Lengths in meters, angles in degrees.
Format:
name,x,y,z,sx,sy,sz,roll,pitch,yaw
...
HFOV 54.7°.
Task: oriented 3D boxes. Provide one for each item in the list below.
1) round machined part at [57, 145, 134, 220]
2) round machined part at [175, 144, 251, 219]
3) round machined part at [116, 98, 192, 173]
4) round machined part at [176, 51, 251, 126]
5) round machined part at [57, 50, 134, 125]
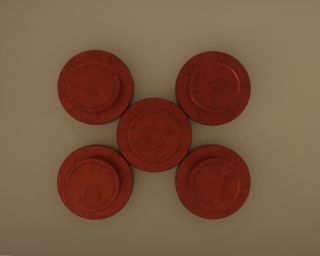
name,x,y,z,sx,sy,sz,roll,pitch,yaw
round machined part,-0.084,0.071,0.401,0.099,0.042,0.097,0,90,-1
round machined part,0.070,0.071,0.403,0.099,0.042,0.097,0,90,-1
round machined part,-0.007,0.009,0.401,0.099,0.042,0.097,0,90,-1
round machined part,0.070,-0.052,0.403,0.099,0.042,0.097,0,90,-1
round machined part,-0.084,-0.053,0.400,0.099,0.042,0.097,0,90,-1
